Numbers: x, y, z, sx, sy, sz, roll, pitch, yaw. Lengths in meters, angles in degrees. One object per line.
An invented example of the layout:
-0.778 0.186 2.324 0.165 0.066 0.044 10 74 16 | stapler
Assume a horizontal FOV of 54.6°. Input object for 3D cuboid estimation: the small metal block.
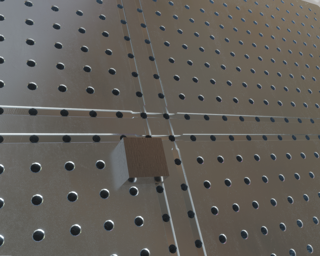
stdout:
-0.021 0.039 0.372 0.050 0.025 0.050 2 61 -27 | small metal block
